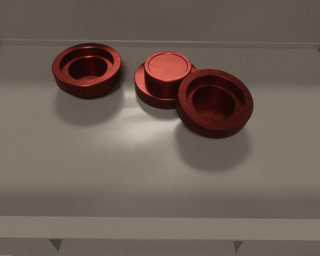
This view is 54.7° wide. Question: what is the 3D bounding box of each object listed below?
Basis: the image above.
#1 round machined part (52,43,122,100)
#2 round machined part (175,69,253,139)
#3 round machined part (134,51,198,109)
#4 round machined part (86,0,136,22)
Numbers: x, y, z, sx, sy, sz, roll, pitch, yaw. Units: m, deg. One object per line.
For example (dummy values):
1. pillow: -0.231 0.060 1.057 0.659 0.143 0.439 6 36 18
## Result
1. round machined part: -0.105 -0.080 0.460 0.099 0.042 0.098 0 50 0
2. round machined part: 0.069 -0.028 0.411 0.099 0.042 0.098 4 58 -6
3. round machined part: 0.011 -0.077 0.459 0.099 0.042 0.098 0 50 0
4. round machined part: -0.096 -0.254 0.609 0.099 0.042 0.098 0 50 0
